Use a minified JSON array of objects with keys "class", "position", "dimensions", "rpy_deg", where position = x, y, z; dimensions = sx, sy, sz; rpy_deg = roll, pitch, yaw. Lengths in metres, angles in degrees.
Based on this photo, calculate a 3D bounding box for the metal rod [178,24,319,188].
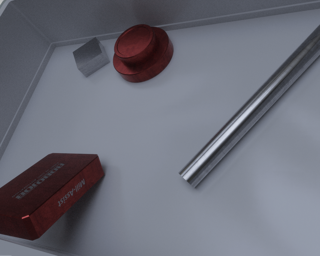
[{"class":"metal rod","position":[0.134,-0.047,0.363],"dimensions":[0.300,0.025,0.025],"rpy_deg":[-46,51,-4]}]

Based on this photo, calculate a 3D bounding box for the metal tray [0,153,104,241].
[{"class":"metal tray","position":[-0.143,0.076,0.383],"dimensions":[0.090,0.030,0.131],"rpy_deg":[-1,24,27]}]

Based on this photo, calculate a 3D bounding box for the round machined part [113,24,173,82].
[{"class":"round machined part","position":[-0.032,-0.123,0.486],"dimensions":[0.098,0.042,0.098],"rpy_deg":[-13,56,20]}]

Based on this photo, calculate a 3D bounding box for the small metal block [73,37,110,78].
[{"class":"small metal block","position":[-0.121,-0.125,0.543],"dimensions":[0.050,0.025,0.050],"rpy_deg":[-31,52,7]}]
